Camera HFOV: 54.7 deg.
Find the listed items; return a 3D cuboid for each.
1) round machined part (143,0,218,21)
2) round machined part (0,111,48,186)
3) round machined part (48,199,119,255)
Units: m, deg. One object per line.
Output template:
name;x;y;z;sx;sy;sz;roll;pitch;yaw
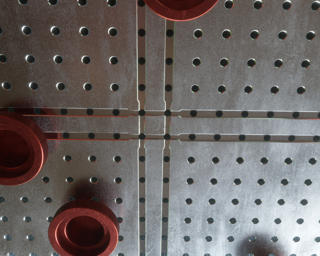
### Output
round machined part;0.022;-0.170;0.342;0.099;0.042;0.097;0;110;-1
round machined part;-0.198;0.024;0.410;0.099;0.042;0.097;0;110;-1
round machined part;-0.109;0.146;0.457;0.099;0.042;0.097;0;110;-1
